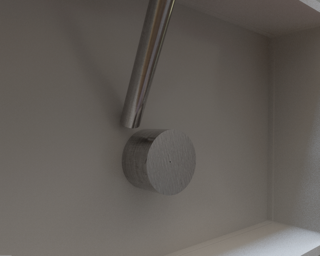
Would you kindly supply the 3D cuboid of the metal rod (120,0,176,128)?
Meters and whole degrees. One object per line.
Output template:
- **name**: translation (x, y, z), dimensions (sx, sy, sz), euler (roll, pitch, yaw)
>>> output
- **metal rod**: translation (0.003, -0.127, 0.303), dimensions (0.025, 0.025, 0.298), euler (-12, 133, -40)

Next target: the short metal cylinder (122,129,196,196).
- **short metal cylinder**: translation (-0.001, 0.041, 0.392), dimensions (0.081, 0.050, 0.079), euler (0, 90, -40)
